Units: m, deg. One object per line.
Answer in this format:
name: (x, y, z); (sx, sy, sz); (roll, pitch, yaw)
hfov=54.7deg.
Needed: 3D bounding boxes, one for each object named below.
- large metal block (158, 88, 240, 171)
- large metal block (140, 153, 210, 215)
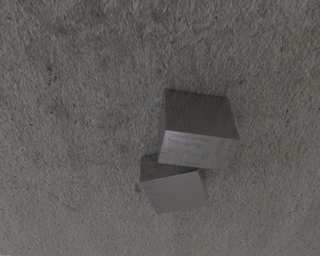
large metal block: (0.041, 0.000, 0.372); (0.081, 0.080, 0.050); (8, 130, -7)
large metal block: (0.023, 0.078, 0.457); (0.080, 0.050, 0.080); (-13, 129, 11)
